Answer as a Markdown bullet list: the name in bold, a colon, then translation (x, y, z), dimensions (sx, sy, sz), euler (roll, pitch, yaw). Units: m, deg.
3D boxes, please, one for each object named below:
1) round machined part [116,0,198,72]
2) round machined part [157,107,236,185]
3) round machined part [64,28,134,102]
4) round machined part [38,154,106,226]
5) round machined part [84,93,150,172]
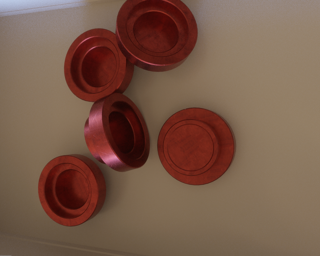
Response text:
- **round machined part**: translation (-0.006, -0.116, 0.387), dimensions (0.099, 0.042, 0.098), euler (2, 78, -11)
- **round machined part**: translation (0.042, 0.023, 0.386), dimensions (0.098, 0.042, 0.097), euler (0, 90, 19)
- **round machined part**: translation (-0.079, -0.082, 0.426), dimensions (0.098, 0.042, 0.097), euler (-1, 87, 22)
- **round machined part**: translation (-0.120, 0.086, 0.442), dimensions (0.098, 0.042, 0.097), euler (0, 90, 19)
- **round machined part**: translation (-0.057, 0.008, 0.391), dimensions (0.042, 0.098, 0.098), euler (-19, 84, 25)
